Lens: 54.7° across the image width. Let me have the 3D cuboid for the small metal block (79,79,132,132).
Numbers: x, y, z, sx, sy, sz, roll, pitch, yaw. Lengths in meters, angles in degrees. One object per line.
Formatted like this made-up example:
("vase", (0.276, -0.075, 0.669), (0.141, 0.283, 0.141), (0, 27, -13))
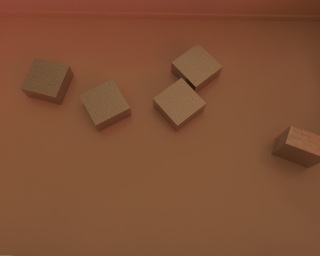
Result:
("small metal block", (-0.073, -0.031, 0.420), (0.050, 0.025, 0.050), (-28, 73, -10))

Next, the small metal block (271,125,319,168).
("small metal block", (0.176, 0.025, 0.390), (0.050, 0.050, 0.025), (21, 72, 7))

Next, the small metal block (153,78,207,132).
("small metal block", (0.026, -0.032, 0.422), (0.050, 0.025, 0.050), (-38, 75, -13))

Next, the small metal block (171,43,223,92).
("small metal block", (0.052, -0.084, 0.441), (0.050, 0.025, 0.050), (-38, 75, -13))

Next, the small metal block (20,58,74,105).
("small metal block", (-0.156, -0.065, 0.431), (0.050, 0.025, 0.050), (14, 71, 5))
